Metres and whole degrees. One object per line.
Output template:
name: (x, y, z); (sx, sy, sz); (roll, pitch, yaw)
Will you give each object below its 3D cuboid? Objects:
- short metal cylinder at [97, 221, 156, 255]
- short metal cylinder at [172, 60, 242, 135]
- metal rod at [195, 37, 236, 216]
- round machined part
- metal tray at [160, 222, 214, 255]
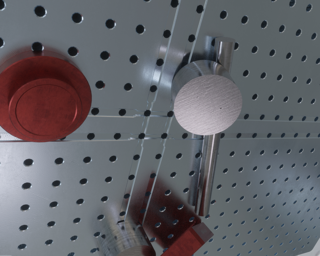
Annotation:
short metal cylinder: (-0.053, 0.194, 0.486); (0.081, 0.050, 0.079); (-14, 124, -21)
short metal cylinder: (0.055, -0.038, 0.384); (0.081, 0.050, 0.079); (-1, 121, -2)
metal rod: (0.077, 0.017, 0.463); (0.025, 0.025, 0.298); (-12, 124, -22)
round machined part: (-0.119, -0.026, 0.319); (0.099, 0.042, 0.097); (-14, 124, -21)
metal tray: (0.040, 0.202, 0.515); (0.090, 0.030, 0.130); (-44, 160, 2)
